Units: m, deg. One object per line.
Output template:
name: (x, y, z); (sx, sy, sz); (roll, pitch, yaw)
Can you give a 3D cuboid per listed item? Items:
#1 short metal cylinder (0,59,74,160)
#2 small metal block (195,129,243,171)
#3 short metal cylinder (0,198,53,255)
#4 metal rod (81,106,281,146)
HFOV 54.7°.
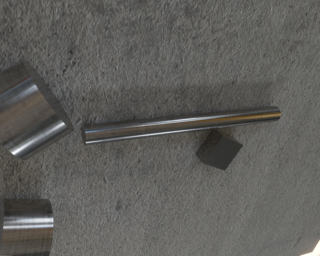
short metal cylinder: (-0.126, -0.017, 0.292); (0.050, 0.080, 0.080); (-33, 129, -7)
small metal block: (0.091, 0.034, 0.478); (0.050, 0.025, 0.050); (22, 107, -36)
short metal cylinder: (-0.161, 0.123, 0.359); (0.050, 0.080, 0.079); (10, 114, -33)
metal rod: (0.046, -0.007, 0.427); (0.303, 0.025, 0.025); (-7, 121, -25)
